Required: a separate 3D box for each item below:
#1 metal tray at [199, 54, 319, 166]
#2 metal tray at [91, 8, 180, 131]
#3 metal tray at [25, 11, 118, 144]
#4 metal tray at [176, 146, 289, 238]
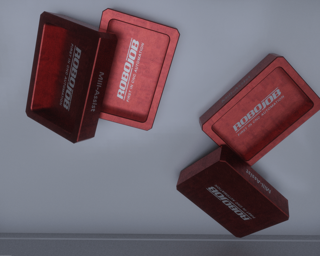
[{"bbox_3d":[0.128,-0.020,0.402,0.090,0.030,0.130,43,104,-14],"label":"metal tray"},{"bbox_3d":[-0.037,-0.070,0.382,0.091,0.030,0.129,15,109,-6],"label":"metal tray"},{"bbox_3d":[-0.107,-0.058,0.363,0.090,0.030,0.129,26,111,23],"label":"metal tray"},{"bbox_3d":[0.099,0.092,0.426,0.130,0.030,0.090,40,128,-14],"label":"metal tray"}]
